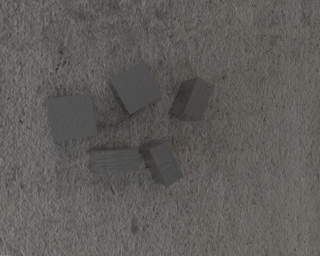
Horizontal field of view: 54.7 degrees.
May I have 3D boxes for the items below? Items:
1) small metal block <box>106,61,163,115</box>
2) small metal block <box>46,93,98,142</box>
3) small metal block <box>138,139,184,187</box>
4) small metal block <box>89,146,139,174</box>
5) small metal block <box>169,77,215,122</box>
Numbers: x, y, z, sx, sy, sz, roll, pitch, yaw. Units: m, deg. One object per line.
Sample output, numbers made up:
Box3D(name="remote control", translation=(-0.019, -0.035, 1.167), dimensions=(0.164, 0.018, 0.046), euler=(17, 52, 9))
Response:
Box3D(name="small metal block", translation=(-0.033, -0.050, 0.397), dimensions=(0.050, 0.025, 0.050), euler=(-32, 101, -17))
Box3D(name="small metal block", translation=(-0.105, -0.012, 0.370), dimensions=(0.050, 0.025, 0.050), euler=(-10, 94, -20))
Box3D(name="small metal block", translation=(0.000, 0.043, 0.396), dimensions=(0.025, 0.050, 0.050), euler=(-28, 100, -18))
Box3D(name="small metal block", translation=(-0.057, 0.038, 0.375), dimensions=(0.050, 0.050, 0.025), euler=(-2, 91, -20))
Box3D(name="small metal block", translation=(0.041, -0.037, 0.411), dimensions=(0.025, 0.050, 0.050), euler=(25, 82, -18))
